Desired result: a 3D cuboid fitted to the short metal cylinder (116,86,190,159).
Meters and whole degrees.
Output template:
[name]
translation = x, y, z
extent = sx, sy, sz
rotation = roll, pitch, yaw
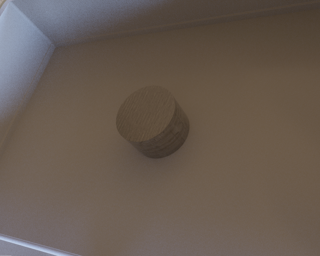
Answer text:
[short metal cylinder]
translation = -0.008, -0.007, 0.397
extent = 0.080, 0.050, 0.080
rotation = -13, 56, 20
